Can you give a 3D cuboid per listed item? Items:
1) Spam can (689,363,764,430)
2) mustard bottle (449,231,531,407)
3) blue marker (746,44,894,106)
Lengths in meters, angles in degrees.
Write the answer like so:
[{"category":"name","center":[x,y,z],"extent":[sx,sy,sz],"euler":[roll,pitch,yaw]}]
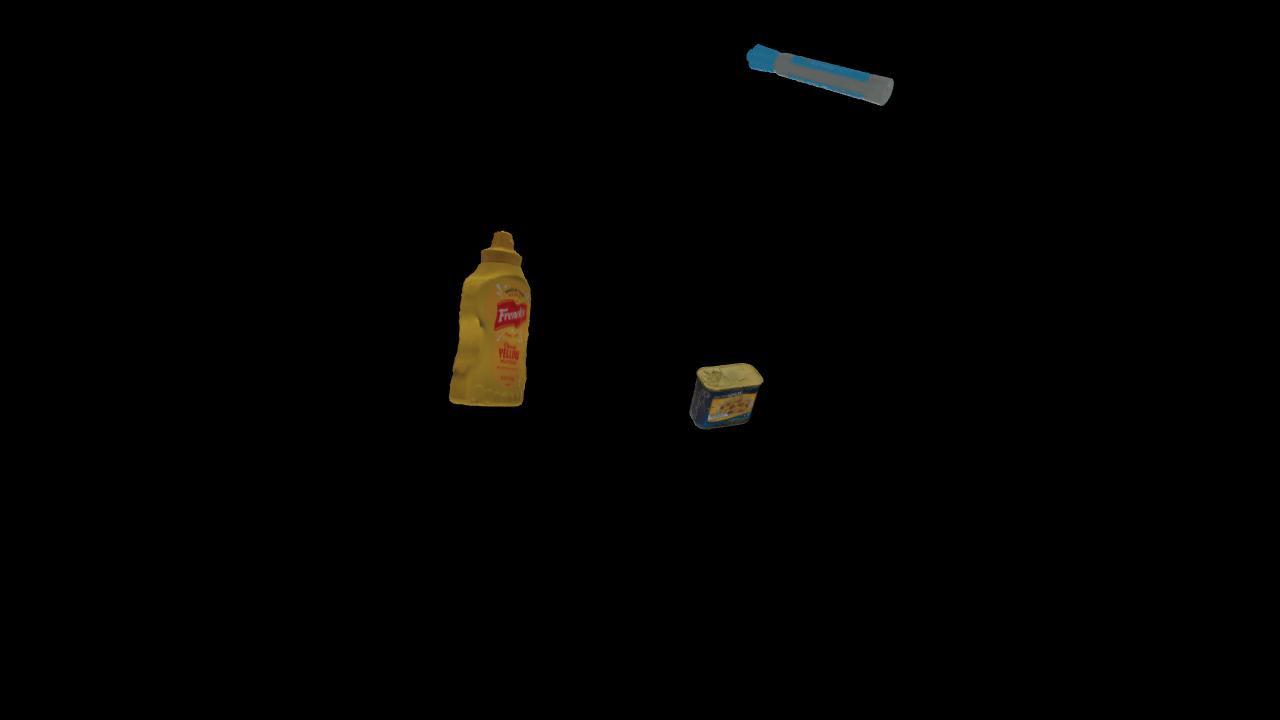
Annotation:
[{"category":"Spam can","center":[0.133,0.058,0.965],"extent":[0.101,0.085,0.058],"euler":[-6,38,-19]},{"category":"mustard bottle","center":[-0.152,-0.044,0.646],"extent":[0.054,0.184,0.092],"euler":[4,-2,33]},{"category":"blue marker","center":[0.135,-0.222,0.475],"extent":[0.121,0.020,0.020],"euler":[32,16,28]}]
